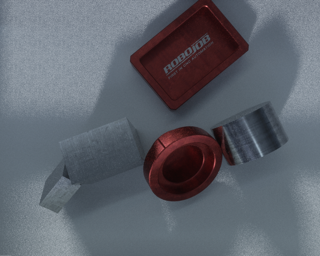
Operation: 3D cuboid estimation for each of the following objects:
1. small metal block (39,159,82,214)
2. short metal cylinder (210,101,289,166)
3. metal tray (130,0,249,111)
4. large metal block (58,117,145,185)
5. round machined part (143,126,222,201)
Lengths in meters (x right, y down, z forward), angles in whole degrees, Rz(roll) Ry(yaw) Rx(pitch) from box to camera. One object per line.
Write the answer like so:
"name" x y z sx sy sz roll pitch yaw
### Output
"small metal block" -0.123 0.069 0.389 0.025 0.050 0.050 35 105 -24
"short metal cylinder" 0.110 0.006 0.385 0.080 0.080 0.050 -26 90 0
"metal tray" 0.038 -0.096 0.409 0.130 0.030 0.090 -40 91 -1
"large metal block" -0.064 0.031 0.379 0.080 0.080 0.050 -21 80 -1
"round machined part" 0.025 0.040 0.388 0.099 0.042 0.097 -12 123 -20
